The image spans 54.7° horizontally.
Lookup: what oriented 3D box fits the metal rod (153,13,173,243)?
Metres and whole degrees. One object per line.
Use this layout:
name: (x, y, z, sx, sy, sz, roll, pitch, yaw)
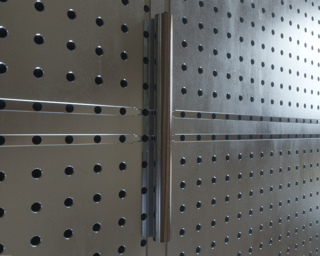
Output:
metal rod: (0.004, -0.001, 0.414, 0.025, 0.025, 0.298, 1, 90, -40)
